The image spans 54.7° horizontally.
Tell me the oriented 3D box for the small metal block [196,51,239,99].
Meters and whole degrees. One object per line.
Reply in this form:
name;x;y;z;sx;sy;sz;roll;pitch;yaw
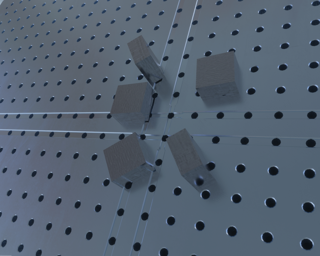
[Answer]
small metal block;0.076;-0.070;0.410;0.050;0.025;0.050;-8;58;23

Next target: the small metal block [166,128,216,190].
small metal block;0.035;0.036;0.351;0.025;0.050;0.050;-30;52;9

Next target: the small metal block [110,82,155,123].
small metal block;-0.039;-0.037;0.450;0.050;0.025;0.050;-3;60;26

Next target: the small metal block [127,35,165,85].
small metal block;-0.021;-0.102;0.464;0.025;0.050;0.050;-29;52;10

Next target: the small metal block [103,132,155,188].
small metal block;-0.041;0.041;0.403;0.050;0.025;0.050;-30;52;8
